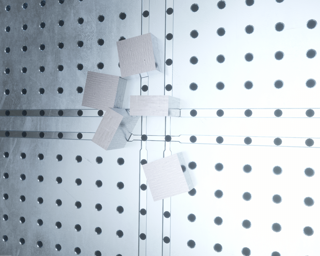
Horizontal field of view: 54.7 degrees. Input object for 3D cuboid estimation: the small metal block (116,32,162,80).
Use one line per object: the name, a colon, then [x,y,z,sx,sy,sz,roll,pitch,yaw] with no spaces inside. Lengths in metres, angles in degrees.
small metal block: [-0.028,-0.096,0.422,0.050,0.025,0.050,-9,87,19]

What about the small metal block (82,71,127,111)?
small metal block: [-0.079,-0.051,0.439,0.050,0.025,0.050,13,94,19]

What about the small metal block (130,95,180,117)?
small metal block: [-0.005,-0.027,0.400,0.050,0.050,0.025,2,91,19]

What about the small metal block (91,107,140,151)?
small metal block: [-0.059,0.001,0.419,0.025,0.050,0.050,31,100,17]

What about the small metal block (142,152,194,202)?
small metal block: [0.011,0.064,0.408,0.050,0.025,0.050,-21,83,18]
